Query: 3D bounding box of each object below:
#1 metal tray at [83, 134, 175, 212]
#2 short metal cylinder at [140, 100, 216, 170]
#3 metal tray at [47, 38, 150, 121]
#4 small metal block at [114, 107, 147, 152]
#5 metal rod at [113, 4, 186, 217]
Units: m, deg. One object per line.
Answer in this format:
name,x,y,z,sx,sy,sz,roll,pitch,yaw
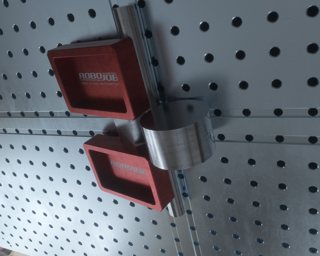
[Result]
metal tray,-0.047,0.061,0.448,0.130,0.030,0.089,8,123,38
short metal cylinder,0.022,0.006,0.363,0.080,0.080,0.050,0,119,28
metal tray,-0.080,-0.061,0.390,0.130,0.030,0.089,8,123,39
small metal block,-0.037,-0.002,0.411,0.050,0.025,0.050,26,136,53
metal rod,-0.007,-0.004,0.407,0.025,0.025,0.298,0,119,28
